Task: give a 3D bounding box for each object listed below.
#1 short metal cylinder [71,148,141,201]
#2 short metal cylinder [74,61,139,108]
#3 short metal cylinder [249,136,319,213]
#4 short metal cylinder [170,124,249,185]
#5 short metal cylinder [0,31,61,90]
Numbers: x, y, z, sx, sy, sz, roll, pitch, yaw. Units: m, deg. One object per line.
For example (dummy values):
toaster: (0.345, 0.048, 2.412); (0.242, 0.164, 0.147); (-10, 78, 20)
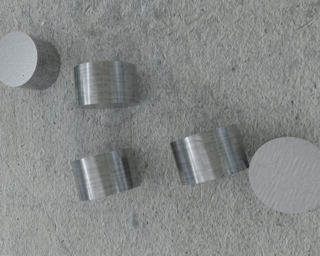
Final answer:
short metal cylinder: (-0.070, 0.060, 0.404); (0.080, 0.080, 0.050); (-15, 85, 19)
short metal cylinder: (-0.069, -0.053, 0.404); (0.080, 0.080, 0.050); (-4, 89, 20)
short metal cylinder: (0.142, 0.049, 0.345); (0.080, 0.050, 0.080); (0, 90, 20)
short metal cylinder: (0.057, 0.031, 0.360); (0.080, 0.080, 0.050); (-18, 84, 19)
short metal cylinder: (-0.199, -0.099, 0.466); (0.080, 0.050, 0.080); (0, 90, 20)
